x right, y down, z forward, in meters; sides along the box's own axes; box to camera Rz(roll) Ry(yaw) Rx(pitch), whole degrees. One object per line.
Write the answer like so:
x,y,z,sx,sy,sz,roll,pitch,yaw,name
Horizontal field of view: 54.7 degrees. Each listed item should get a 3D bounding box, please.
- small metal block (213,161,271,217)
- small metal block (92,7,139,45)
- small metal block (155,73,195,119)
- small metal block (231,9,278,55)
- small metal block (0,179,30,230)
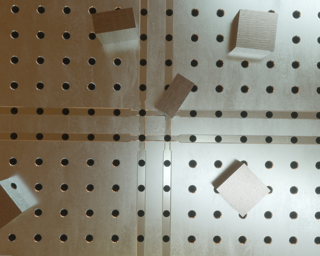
0.109,0.081,0.415,0.050,0.025,0.050,-43,91,0,small metal block
-0.056,-0.130,0.400,0.050,0.050,0.025,-10,90,0,small metal block
0.018,-0.040,0.401,0.025,0.050,0.050,33,90,0,small metal block
0.126,-0.127,0.415,0.050,0.025,0.050,6,90,-1,small metal block
-0.213,0.104,0.411,0.050,0.025,0.050,-37,90,0,small metal block
